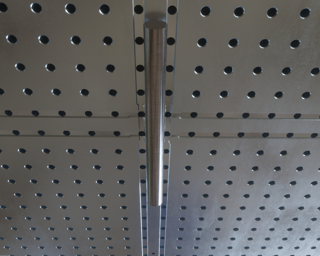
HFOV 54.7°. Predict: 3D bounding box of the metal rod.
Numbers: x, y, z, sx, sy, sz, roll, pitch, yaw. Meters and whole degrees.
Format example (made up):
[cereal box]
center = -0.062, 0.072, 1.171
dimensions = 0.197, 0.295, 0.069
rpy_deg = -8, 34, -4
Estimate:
[metal rod]
center = -0.006, 0.006, 0.417
dimensions = 0.025, 0.025, 0.298
rpy_deg = 0, 130, -1
